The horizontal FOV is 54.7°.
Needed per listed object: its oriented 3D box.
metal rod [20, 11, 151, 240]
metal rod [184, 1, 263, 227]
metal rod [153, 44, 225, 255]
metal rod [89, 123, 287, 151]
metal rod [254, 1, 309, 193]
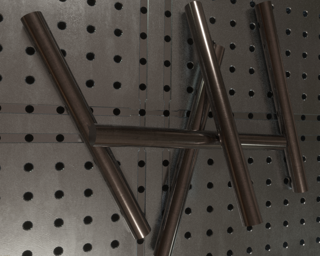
[{"bbox_3d":[-0.086,0.004,0.381,0.025,0.025,0.299,-28,100,-18],"label":"metal rod"},{"bbox_3d":[0.079,-0.027,0.403,0.025,0.025,0.299,-9,78,-20],"label":"metal rod"},{"bbox_3d":[0.042,0.029,0.429,0.025,0.025,0.299,17,84,-20],"label":"metal rod"},{"bbox_3d":[0.058,0.015,0.407,0.302,0.025,0.025,4,89,-31],"label":"metal rod"},{"bbox_3d":[0.191,-0.045,0.485,0.025,0.025,0.298,-16,96,-20],"label":"metal rod"}]
